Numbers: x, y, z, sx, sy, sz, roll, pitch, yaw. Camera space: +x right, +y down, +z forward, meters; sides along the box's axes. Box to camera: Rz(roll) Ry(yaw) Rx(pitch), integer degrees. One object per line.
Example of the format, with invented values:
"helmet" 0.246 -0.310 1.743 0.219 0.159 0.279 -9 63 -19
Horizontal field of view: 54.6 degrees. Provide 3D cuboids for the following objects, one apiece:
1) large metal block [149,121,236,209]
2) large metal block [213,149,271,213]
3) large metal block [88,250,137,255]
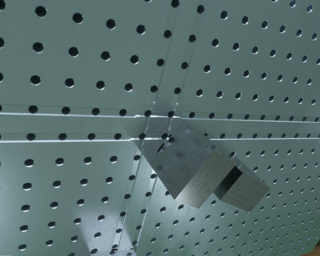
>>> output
"large metal block" 0.043 0.050 0.429 0.050 0.080 0.080 30 102 -38
"large metal block" 0.109 0.077 0.482 0.080 0.080 0.050 29 103 -38
"large metal block" -0.071 0.242 0.486 0.081 0.080 0.050 12 112 -34
